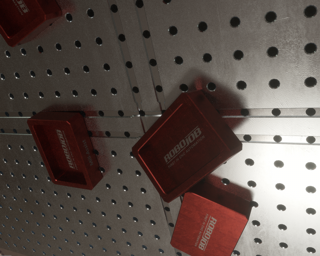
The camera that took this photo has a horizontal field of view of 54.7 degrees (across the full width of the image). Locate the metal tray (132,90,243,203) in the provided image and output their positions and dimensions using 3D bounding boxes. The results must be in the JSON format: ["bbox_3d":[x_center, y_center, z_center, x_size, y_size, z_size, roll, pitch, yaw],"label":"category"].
[{"bbox_3d":[0.027,0.026,0.389,0.090,0.030,0.129,55,130,14],"label":"metal tray"}]

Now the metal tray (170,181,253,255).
[{"bbox_3d":[0.072,0.145,0.459,0.090,0.030,0.129,21,126,15],"label":"metal tray"}]

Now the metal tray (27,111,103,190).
[{"bbox_3d":[-0.155,0.038,0.509,0.090,0.030,0.129,3,120,26],"label":"metal tray"}]

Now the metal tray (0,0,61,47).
[{"bbox_3d":[-0.197,-0.182,0.396,0.090,0.030,0.130,-19,109,35],"label":"metal tray"}]
